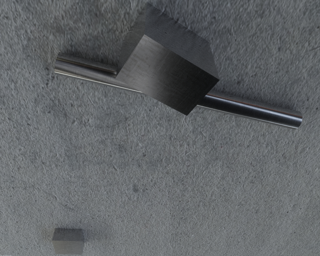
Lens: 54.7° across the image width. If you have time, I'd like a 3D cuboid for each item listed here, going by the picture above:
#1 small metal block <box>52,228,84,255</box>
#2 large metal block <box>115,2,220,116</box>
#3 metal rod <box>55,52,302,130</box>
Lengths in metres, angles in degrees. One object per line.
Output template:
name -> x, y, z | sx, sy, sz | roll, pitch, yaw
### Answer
small metal block -> -0.173, 0.217, 0.589 | 0.050, 0.025, 0.050 | 3, 130, -3
large metal block -> 0.007, -0.070, 0.312 | 0.080, 0.080, 0.050 | 26, 125, -21
metal rod -> 0.031, -0.041, 0.372 | 0.302, 0.025, 0.025 | 12, 129, -11
